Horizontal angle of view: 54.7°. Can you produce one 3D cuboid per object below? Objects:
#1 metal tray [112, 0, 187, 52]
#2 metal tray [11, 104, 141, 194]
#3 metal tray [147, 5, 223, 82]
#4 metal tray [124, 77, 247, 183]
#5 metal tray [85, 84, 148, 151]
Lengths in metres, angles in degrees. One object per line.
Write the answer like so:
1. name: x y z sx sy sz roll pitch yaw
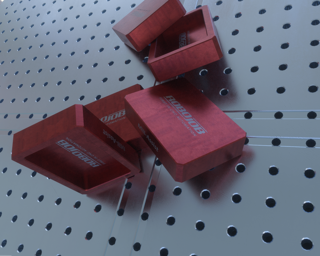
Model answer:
1. metal tray: -0.022 -0.169 0.488 0.090 0.030 0.130 -40 28 1
2. metal tray: -0.093 0.032 0.368 0.090 0.130 0.030 -24 53 13
3. metal tray: 0.034 -0.122 0.433 0.090 0.030 0.130 -18 35 17
4. metal tray: 0.025 -0.005 0.368 0.091 0.030 0.130 -21 48 -22
5. metal tray: -0.075 0.000 0.443 0.130 0.030 0.090 -20 54 16
